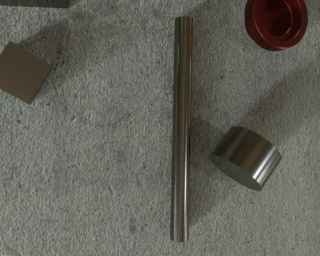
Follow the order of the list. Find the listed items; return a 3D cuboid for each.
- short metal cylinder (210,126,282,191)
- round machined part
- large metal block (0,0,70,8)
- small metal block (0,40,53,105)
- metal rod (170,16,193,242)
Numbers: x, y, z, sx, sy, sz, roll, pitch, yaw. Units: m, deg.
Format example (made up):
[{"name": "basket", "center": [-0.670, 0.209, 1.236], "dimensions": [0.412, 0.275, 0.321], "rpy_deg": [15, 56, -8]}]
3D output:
[{"name": "short metal cylinder", "center": [0.116, 0.042, 0.424], "dimensions": [0.080, 0.080, 0.050], "rpy_deg": [41, 77, -16]}, {"name": "round machined part", "center": [0.167, -0.163, 0.463], "dimensions": [0.099, 0.042, 0.097], "rpy_deg": [0, 90, -21]}, {"name": "large metal block", "center": [-0.145, -0.183, 0.342], "dimensions": [0.081, 0.050, 0.079], "rpy_deg": [-6, 92, -20]}, {"name": "small metal block", "center": [-0.159, -0.061, 0.351], "dimensions": [0.050, 0.025, 0.050], "rpy_deg": [32, 79, -18]}, {"name": "metal rod", "center": [0.030, 0.001, 0.421], "dimensions": [0.025, 0.025, 0.298], "rpy_deg": [1, 90, -20]}]
